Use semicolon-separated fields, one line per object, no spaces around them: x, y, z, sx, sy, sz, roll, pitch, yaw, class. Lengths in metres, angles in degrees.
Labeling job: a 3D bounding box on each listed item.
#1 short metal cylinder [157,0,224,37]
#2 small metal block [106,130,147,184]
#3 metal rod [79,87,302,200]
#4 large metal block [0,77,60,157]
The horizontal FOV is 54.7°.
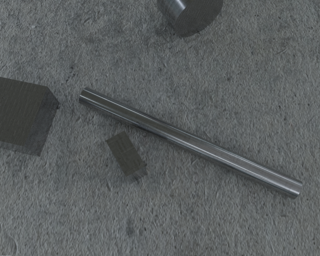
0.043;-0.179;0.445;0.080;0.080;0.050;-28;73;-10;short metal cylinder
-0.040;0.037;0.381;0.025;0.050;0.050;-29;73;-10;small metal block
0.032;0.016;0.402;0.301;0.025;0.025;24;72;8;metal rod
-0.188;-0.015;0.399;0.080;0.050;0.080;12;70;4;large metal block
